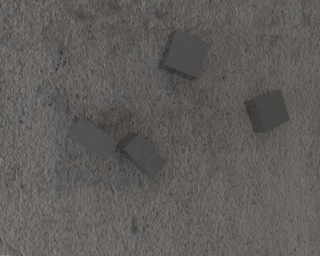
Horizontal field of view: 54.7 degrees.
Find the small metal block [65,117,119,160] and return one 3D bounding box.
[{"bbox_3d":[-0.081,0.012,0.366,0.050,0.050,0.025,35,79,-17],"label":"small metal block"}]

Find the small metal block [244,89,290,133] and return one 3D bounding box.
[{"bbox_3d":[0.162,-0.026,0.469,0.050,0.025,0.050,-23,98,-19],"label":"small metal block"}]

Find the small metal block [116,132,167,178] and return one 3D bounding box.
[{"bbox_3d":[-0.025,0.032,0.386,0.025,0.050,0.050,-46,105,-14],"label":"small metal block"}]

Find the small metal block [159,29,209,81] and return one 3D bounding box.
[{"bbox_3d":[0.032,-0.098,0.421,0.050,0.025,0.050,18,84,-19],"label":"small metal block"}]
